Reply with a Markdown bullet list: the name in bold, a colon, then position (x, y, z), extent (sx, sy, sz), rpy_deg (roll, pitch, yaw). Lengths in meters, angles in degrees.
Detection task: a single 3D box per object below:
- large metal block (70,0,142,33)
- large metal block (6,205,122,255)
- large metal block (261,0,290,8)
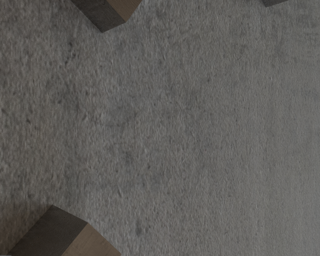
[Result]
- **large metal block**: position (-0.059, -0.167, 0.340), extent (0.080, 0.050, 0.080), rpy_deg (43, 64, -32)
- **large metal block**: position (-0.097, 0.127, 0.289), extent (0.080, 0.080, 0.050), rpy_deg (-50, 120, -28)
- **large metal block**: position (0.210, -0.286, 0.567), extent (0.080, 0.050, 0.080), rpy_deg (37, 67, -34)
